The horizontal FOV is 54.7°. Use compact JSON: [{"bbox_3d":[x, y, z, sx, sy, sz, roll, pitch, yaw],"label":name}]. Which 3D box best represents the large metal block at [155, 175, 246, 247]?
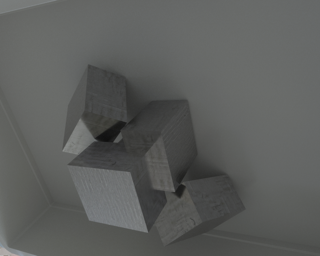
[{"bbox_3d":[0.048,0.106,0.402,0.080,0.081,0.050,-48,55,39],"label":"large metal block"}]

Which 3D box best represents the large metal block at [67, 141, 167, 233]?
[{"bbox_3d":[-0.046,0.064,0.350,0.080,0.050,0.080,2,119,27],"label":"large metal block"}]

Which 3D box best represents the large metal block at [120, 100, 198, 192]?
[{"bbox_3d":[0.003,0.019,0.380,0.050,0.080,0.080,1,119,27],"label":"large metal block"}]

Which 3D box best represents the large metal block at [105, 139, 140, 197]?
[{"bbox_3d":[-0.032,0.061,0.426,0.050,0.080,0.080,1,119,27],"label":"large metal block"}]

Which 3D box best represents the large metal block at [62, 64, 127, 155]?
[{"bbox_3d":[-0.083,-0.019,0.394,0.050,0.080,0.080,17,134,-26],"label":"large metal block"}]
